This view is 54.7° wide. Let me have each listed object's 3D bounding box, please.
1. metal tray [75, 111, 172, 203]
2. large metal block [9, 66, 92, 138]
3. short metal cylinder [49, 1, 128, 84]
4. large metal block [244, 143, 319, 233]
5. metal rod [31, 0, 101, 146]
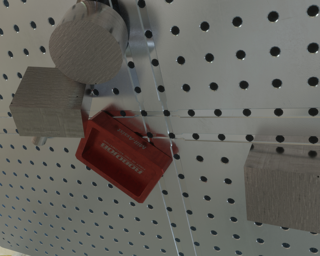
[{"bbox_3d":[-0.058,0.045,0.466,0.130,0.030,0.089,34,129,5],"label":"metal tray"},{"bbox_3d":[-0.136,-0.034,0.403,0.081,0.080,0.050,2,136,-4],"label":"large metal block"},{"bbox_3d":[-0.080,-0.098,0.359,0.080,0.050,0.080,2,134,2],"label":"short metal cylinder"},{"bbox_3d":[0.145,0.068,0.360,0.080,0.050,0.079,3,120,26],"label":"large metal block"},{"bbox_3d":[-0.140,-0.072,0.440,0.025,0.025,0.298,38,129,2],"label":"metal rod"}]
